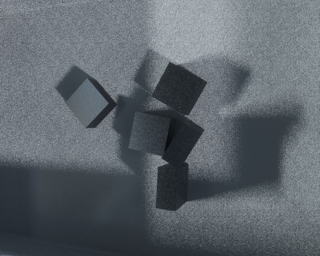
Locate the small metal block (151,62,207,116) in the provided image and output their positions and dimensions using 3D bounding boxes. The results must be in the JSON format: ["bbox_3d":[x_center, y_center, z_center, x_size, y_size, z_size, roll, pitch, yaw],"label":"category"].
[{"bbox_3d":[0.025,-0.050,0.402,0.050,0.025,0.050,32,100,17],"label":"small metal block"}]

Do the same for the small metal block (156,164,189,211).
[{"bbox_3d":[0.017,0.072,0.391,0.025,0.050,0.050,3,91,20],"label":"small metal block"}]

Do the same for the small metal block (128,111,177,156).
[{"bbox_3d":[-0.010,0.007,0.414,0.050,0.025,0.050,12,94,19],"label":"small metal block"}]

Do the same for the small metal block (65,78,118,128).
[{"bbox_3d":[-0.099,-0.035,0.445,0.050,0.025,0.050,-45,76,14],"label":"small metal block"}]

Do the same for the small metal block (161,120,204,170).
[{"bbox_3d":[0.030,0.019,0.385,0.025,0.050,0.050,32,100,8],"label":"small metal block"}]
